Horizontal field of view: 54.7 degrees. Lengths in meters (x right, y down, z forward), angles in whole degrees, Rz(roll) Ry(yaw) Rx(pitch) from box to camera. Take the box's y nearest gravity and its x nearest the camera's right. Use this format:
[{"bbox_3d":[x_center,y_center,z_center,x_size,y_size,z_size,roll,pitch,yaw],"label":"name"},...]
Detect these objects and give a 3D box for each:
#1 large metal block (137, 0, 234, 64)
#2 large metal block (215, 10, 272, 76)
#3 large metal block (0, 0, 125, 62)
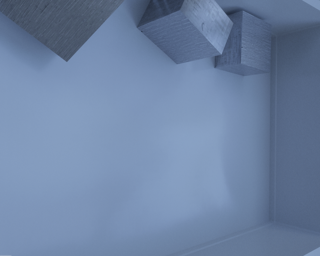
[{"bbox_3d":[0.032,-0.132,0.397,0.080,0.080,0.050,35,69,-35],"label":"large metal block"},{"bbox_3d":[0.136,-0.133,0.504,0.081,0.050,0.080,4,88,-40],"label":"large metal block"},{"bbox_3d":[-0.093,-0.124,0.286,0.080,0.050,0.080,-42,125,14],"label":"large metal block"}]
